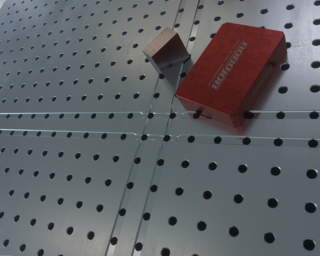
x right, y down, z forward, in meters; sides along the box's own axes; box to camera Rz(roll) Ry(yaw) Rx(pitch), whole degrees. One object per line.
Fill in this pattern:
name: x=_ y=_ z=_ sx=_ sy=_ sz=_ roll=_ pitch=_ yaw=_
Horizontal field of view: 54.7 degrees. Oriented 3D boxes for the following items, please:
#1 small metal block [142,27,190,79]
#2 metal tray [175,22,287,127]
small metal block: x=0.010 y=-0.110 z=0.455 sx=0.050 sy=0.050 sz=0.025 roll=-44 pitch=51 yaw=-2
metal tray: x=0.092 y=-0.074 z=0.402 sx=0.090 sy=0.030 sz=0.130 roll=26 pitch=75 yaw=36
